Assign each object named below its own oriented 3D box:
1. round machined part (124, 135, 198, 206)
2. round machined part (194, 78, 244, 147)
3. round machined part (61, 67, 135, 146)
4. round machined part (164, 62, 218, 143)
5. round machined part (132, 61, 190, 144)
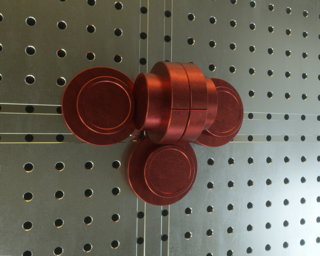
[{"bbox_3d":[0.006,0.054,0.407,0.099,0.042,0.097,0,90,-21],"label":"round machined part"},{"bbox_3d":[0.076,-0.022,0.432,0.099,0.042,0.097,0,90,-21],"label":"round machined part"},{"bbox_3d":[-0.069,-0.027,0.379,0.099,0.042,0.097,0,90,-21],"label":"round machined part"},{"bbox_3d":[0.036,-0.031,0.382,0.042,0.098,0.097,-1,91,-20],"label":"round machined part"},{"bbox_3d":[-0.005,-0.030,0.366,0.042,0.098,0.097,1,90,-20],"label":"round machined part"}]
